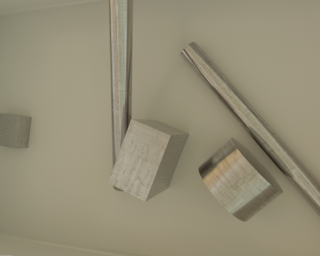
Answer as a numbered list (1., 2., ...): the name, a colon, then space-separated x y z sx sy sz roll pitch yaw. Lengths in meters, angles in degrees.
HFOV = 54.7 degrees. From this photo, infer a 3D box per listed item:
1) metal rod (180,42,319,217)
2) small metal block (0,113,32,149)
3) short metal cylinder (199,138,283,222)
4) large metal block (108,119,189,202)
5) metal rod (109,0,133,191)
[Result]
1. metal rod: 0.127 0.014 0.365 0.025 0.025 0.300 -42 77 15
2. small metal block: -0.236 0.004 0.491 0.050 0.025 0.050 9 93 19
3. short metal cylinder: 0.090 0.057 0.349 0.050 0.080 0.080 -45 77 14
4. large metal block: -0.011 0.036 0.384 0.050 0.080 0.080 23 98 18
5. metal rod: -0.045 -0.052 0.362 0.025 0.025 0.298 13 119 19
